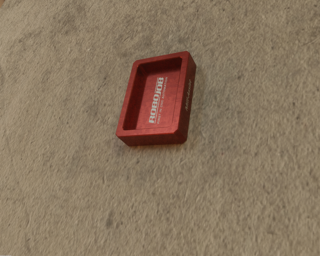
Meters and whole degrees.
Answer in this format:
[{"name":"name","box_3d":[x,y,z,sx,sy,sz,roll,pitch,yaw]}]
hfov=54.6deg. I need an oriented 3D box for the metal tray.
[{"name":"metal tray","box_3d":[-0.003,-0.041,0.428,0.090,0.030,0.130,-4,60,26]}]
